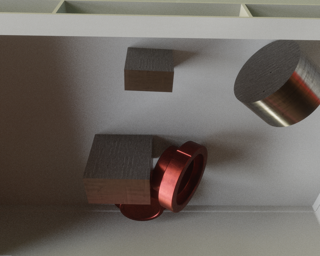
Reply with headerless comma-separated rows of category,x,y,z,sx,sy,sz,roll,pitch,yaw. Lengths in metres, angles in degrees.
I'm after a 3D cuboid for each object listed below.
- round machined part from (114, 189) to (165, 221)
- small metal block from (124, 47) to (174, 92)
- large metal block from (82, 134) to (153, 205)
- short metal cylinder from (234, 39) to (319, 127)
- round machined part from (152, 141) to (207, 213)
round machined part,-0.028,0.112,0.493,0.099,0.042,0.097,-1,130,0
small metal block,-0.012,-0.064,0.338,0.050,0.050,0.025,2,130,-3
large metal block,-0.051,0.054,0.417,0.081,0.080,0.050,1,130,1
short metal cylinder,0.128,-0.048,0.334,0.050,0.080,0.080,34,122,-25
round machined part,0.024,0.062,0.426,0.042,0.099,0.097,22,136,25
